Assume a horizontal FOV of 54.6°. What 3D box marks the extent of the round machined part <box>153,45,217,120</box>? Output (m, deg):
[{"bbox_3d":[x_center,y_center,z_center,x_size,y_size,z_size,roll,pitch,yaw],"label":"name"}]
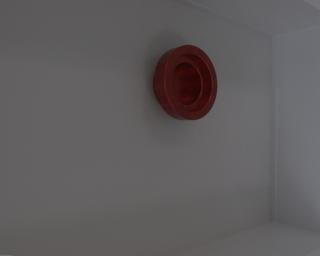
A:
[{"bbox_3d":[0.030,-0.059,0.419,0.099,0.042,0.097,0,90,-40],"label":"round machined part"}]
